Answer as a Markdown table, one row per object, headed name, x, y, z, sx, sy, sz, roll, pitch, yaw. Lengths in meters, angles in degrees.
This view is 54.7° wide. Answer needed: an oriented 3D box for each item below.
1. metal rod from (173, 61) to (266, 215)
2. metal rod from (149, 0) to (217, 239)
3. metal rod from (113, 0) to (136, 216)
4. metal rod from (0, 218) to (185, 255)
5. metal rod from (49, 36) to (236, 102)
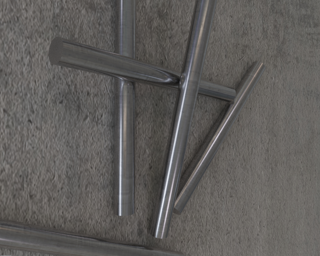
| name | x | y | z | sx | sy | sz | roll | pitch | yaw |
| --- | --- | --- | --- | --- | --- | --- | --- | --- | --- |
| metal rod | 0.096 | 0.001 | 0.484 | 0.025 | 0.025 | 0.301 | 51 | 60 | -28 |
| metal rod | 0.027 | -0.007 | 0.385 | 0.025 | 0.025 | 0.298 | 4 | 100 | -40 |
| metal rod | -0.042 | -0.048 | 0.369 | 0.025 | 0.025 | 0.298 | 1 | 90 | -40 |
| metal rod | -0.081 | 0.129 | 0.336 | 0.301 | 0.025 | 0.025 | 27 | 73 | -37 |
| metal rod | 0.009 | -0.061 | 0.386 | 0.302 | 0.025 | 0.025 | 4 | 88 | -48 |
